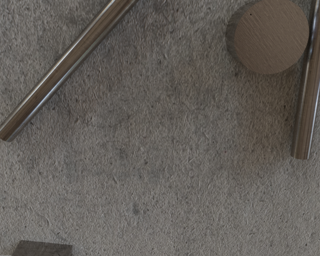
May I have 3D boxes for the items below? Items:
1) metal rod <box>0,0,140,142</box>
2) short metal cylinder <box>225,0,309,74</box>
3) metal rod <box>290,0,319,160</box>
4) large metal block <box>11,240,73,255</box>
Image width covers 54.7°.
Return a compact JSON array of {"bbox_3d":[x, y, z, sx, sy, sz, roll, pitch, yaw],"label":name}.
[{"bbox_3d":[-0.100,-0.091,0.375,0.025,0.025,0.299,43,104,-14],"label":"metal rod"},{"bbox_3d":[0.121,-0.106,0.358,0.081,0.050,0.079,0,110,0],"label":"short metal cylinder"},{"bbox_3d":[0.189,-0.102,0.373,0.025,0.025,0.298,-1,110,0],"label":"metal rod"},{"bbox_3d":[-0.183,0.226,0.478,0.081,0.050,0.079,7,110,-3],"label":"large metal block"}]
